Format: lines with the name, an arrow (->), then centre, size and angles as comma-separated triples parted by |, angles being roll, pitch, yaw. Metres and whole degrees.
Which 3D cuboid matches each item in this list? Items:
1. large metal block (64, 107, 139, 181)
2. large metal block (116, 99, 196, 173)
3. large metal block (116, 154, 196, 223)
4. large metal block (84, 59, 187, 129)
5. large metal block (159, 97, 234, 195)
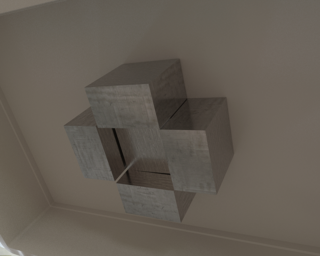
large metal block -> -0.071, 0.013, 0.418 | 0.050, 0.080, 0.080 | 1, 119, 28
large metal block -> -0.005, 0.010, 0.398 | 0.080, 0.050, 0.080 | 1, 119, 28
large metal block -> 0.002, 0.074, 0.416 | 0.080, 0.080, 0.050 | 2, 119, 27
large metal block -> -0.024, -0.040, 0.359 | 0.080, 0.080, 0.050 | 1, 119, 28
large metal block -> 0.047, 0.018, 0.358 | 0.050, 0.080, 0.080 | 1, 119, 28
